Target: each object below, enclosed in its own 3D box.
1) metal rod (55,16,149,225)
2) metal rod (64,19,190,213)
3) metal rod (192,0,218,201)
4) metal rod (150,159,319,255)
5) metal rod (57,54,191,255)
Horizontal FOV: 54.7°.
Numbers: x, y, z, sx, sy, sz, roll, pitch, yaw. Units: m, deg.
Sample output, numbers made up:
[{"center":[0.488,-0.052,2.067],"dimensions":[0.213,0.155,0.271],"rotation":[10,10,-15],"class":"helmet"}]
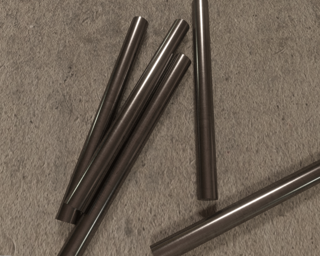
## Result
[{"center":[-0.070,-0.024,0.416],"dimensions":[0.025,0.025,0.299],"rotation":[15,70,5],"class":"metal rod"},{"center":[-0.032,-0.032,0.406],"dimensions":[0.025,0.025,0.300],"rotation":[24,67,8],"class":"metal rod"},{"center":[0.060,-0.053,0.428],"dimensions":[0.025,0.025,0.299],"rotation":[1,70,0],"class":"metal rod"},{"center":[0.130,0.086,0.378],"dimensions":[0.302,0.025,0.025],"rotation":[-24,72,-9],"class":"metal rod"},{"center":[-0.036,0.026,0.398],"dimensions":[0.025,0.025,0.300],"rotation":[26,72,9],"class":"metal rod"}]
